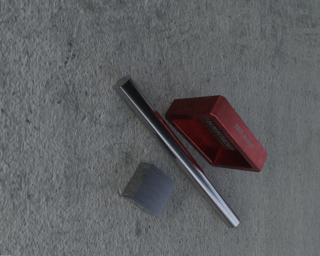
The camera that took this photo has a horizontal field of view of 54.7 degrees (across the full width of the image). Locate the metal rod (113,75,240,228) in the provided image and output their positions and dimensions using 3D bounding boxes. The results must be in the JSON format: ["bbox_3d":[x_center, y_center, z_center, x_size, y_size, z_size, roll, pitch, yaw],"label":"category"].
[{"bbox_3d":[0.037,0.049,0.437,0.300,0.025,0.025,52,60,-28],"label":"metal rod"}]

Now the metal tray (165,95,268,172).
[{"bbox_3d":[0.079,0.011,0.430,0.130,0.090,0.030,45,63,-31],"label":"metal tray"}]

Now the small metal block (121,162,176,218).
[{"bbox_3d":[-0.013,0.079,0.396,0.050,0.025,0.050,44,64,-32],"label":"small metal block"}]
